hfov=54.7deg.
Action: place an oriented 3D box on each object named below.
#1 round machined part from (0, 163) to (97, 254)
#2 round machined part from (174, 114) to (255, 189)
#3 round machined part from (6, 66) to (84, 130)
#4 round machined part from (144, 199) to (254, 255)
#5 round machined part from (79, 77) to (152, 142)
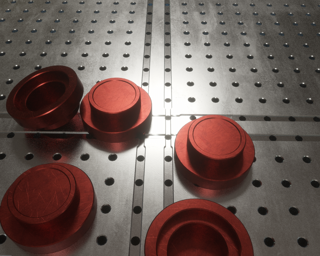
[{"bbox_3d":[-0.120,0.077,0.330,0.099,0.042,0.098,1,50,0],"label":"round machined part"},{"bbox_3d":[0.067,0.022,0.379,0.099,0.042,0.098,0,50,0],"label":"round machined part"},{"bbox_3d":[-0.148,-0.036,0.415,0.098,0.042,0.098,-9,49,11],"label":"round machined part"},{"bbox_3d":[0.035,0.121,0.295,0.099,0.042,0.098,0,50,0],"label":"round machined part"},{"bbox_3d":[-0.060,-0.031,0.422,0.099,0.042,0.098,1,50,0],"label":"round machined part"}]
